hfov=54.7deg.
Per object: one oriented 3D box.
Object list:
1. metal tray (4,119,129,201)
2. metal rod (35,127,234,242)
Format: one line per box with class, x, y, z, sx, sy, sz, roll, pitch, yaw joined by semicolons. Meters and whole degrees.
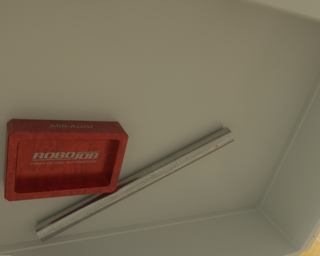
metal tray;-0.111;0.037;0.368;0.131;0.030;0.089;1;118;-29
metal rod;-0.026;0.074;0.441;0.302;0.025;0.025;-26;128;-13
